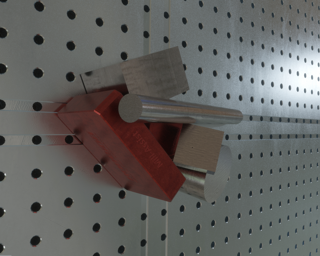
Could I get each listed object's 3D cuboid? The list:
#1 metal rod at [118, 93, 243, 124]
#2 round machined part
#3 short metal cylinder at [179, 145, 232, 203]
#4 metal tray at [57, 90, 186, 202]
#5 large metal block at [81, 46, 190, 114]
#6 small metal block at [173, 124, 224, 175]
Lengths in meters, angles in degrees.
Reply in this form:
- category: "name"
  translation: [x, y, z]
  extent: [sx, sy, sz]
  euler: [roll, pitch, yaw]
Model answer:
- category: "metal rod"
  translation: [0.051, -0.018, 0.392]
  extent: [0.302, 0.025, 0.025]
  euler: [-1, 91, -60]
- category: "round machined part"
  translation: [-0.001, 0.006, 0.403]
  extent: [0.099, 0.042, 0.097]
  euler: [0, 90, -40]
- category: "short metal cylinder"
  translation: [0.059, 0.057, 0.429]
  extent: [0.081, 0.050, 0.079]
  euler: [-26, 123, -48]
- category: "metal tray"
  translation: [-0.041, 0.021, 0.333]
  extent: [0.030, 0.090, 0.130]
  euler: [-51, 121, -28]
- category: "large metal block"
  translation: [-0.028, -0.052, 0.349]
  extent: [0.081, 0.080, 0.050]
  euler: [-27, 107, -37]
- category: "small metal block"
  translation: [0.047, 0.025, 0.378]
  extent: [0.025, 0.050, 0.050]
  euler: [74, 31, -73]
